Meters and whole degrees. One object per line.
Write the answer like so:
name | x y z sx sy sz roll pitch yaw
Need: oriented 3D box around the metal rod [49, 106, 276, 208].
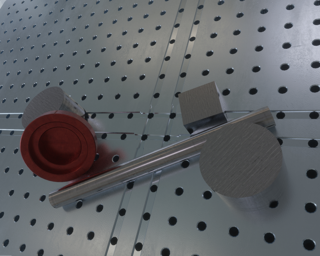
metal rod | -0.009 0.042 0.386 0.301 0.025 0.025 -22 54 14

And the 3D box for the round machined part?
round machined part | -0.137 0.022 0.432 0.098 0.098 0.042 -35 17 5

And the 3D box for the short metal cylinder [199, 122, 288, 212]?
short metal cylinder | 0.087 0.041 0.322 0.080 0.050 0.080 -13 56 21

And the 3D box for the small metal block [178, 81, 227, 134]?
small metal block | 0.054 -0.026 0.396 0.050 0.025 0.050 -19 54 17

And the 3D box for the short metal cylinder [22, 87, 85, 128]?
short metal cylinder | -0.167 -0.018 0.487 0.080 0.050 0.080 -16 51 21
